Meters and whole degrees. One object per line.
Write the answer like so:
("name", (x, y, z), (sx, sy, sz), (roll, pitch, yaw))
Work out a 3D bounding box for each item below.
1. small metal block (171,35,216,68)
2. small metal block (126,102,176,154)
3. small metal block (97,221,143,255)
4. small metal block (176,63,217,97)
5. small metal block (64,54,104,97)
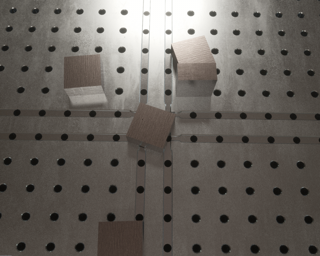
("small metal block", (0.047, -0.101, 0.449), (0.050, 0.025, 0.050), (-15, 71, -6))
("small metal block", (-0.011, 0.000, 0.412), (0.050, 0.025, 0.050), (19, 71, 6))
("small metal block", (-0.045, 0.136, 0.362), (0.050, 0.025, 0.050), (-1, 70, -1))
("small metal block", (0.048, -0.065, 0.423), (0.050, 0.050, 0.025), (-1, 70, -1))
("small metal block", (-0.107, -0.074, 0.438), (0.050, 0.025, 0.050), (-5, 70, -2))
